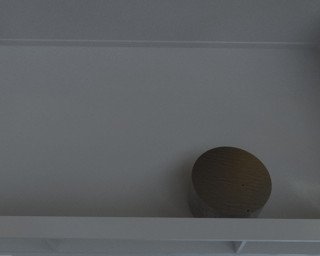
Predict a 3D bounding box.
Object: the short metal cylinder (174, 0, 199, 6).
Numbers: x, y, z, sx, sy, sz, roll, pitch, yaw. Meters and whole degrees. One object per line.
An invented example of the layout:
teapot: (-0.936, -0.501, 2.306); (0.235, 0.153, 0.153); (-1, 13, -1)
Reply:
short metal cylinder: (0.057, -0.293, 0.619); (0.050, 0.080, 0.080); (-28, 56, -22)

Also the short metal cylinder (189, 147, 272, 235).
short metal cylinder: (0.072, 0.067, 0.334); (0.081, 0.050, 0.080); (0, 50, 0)
